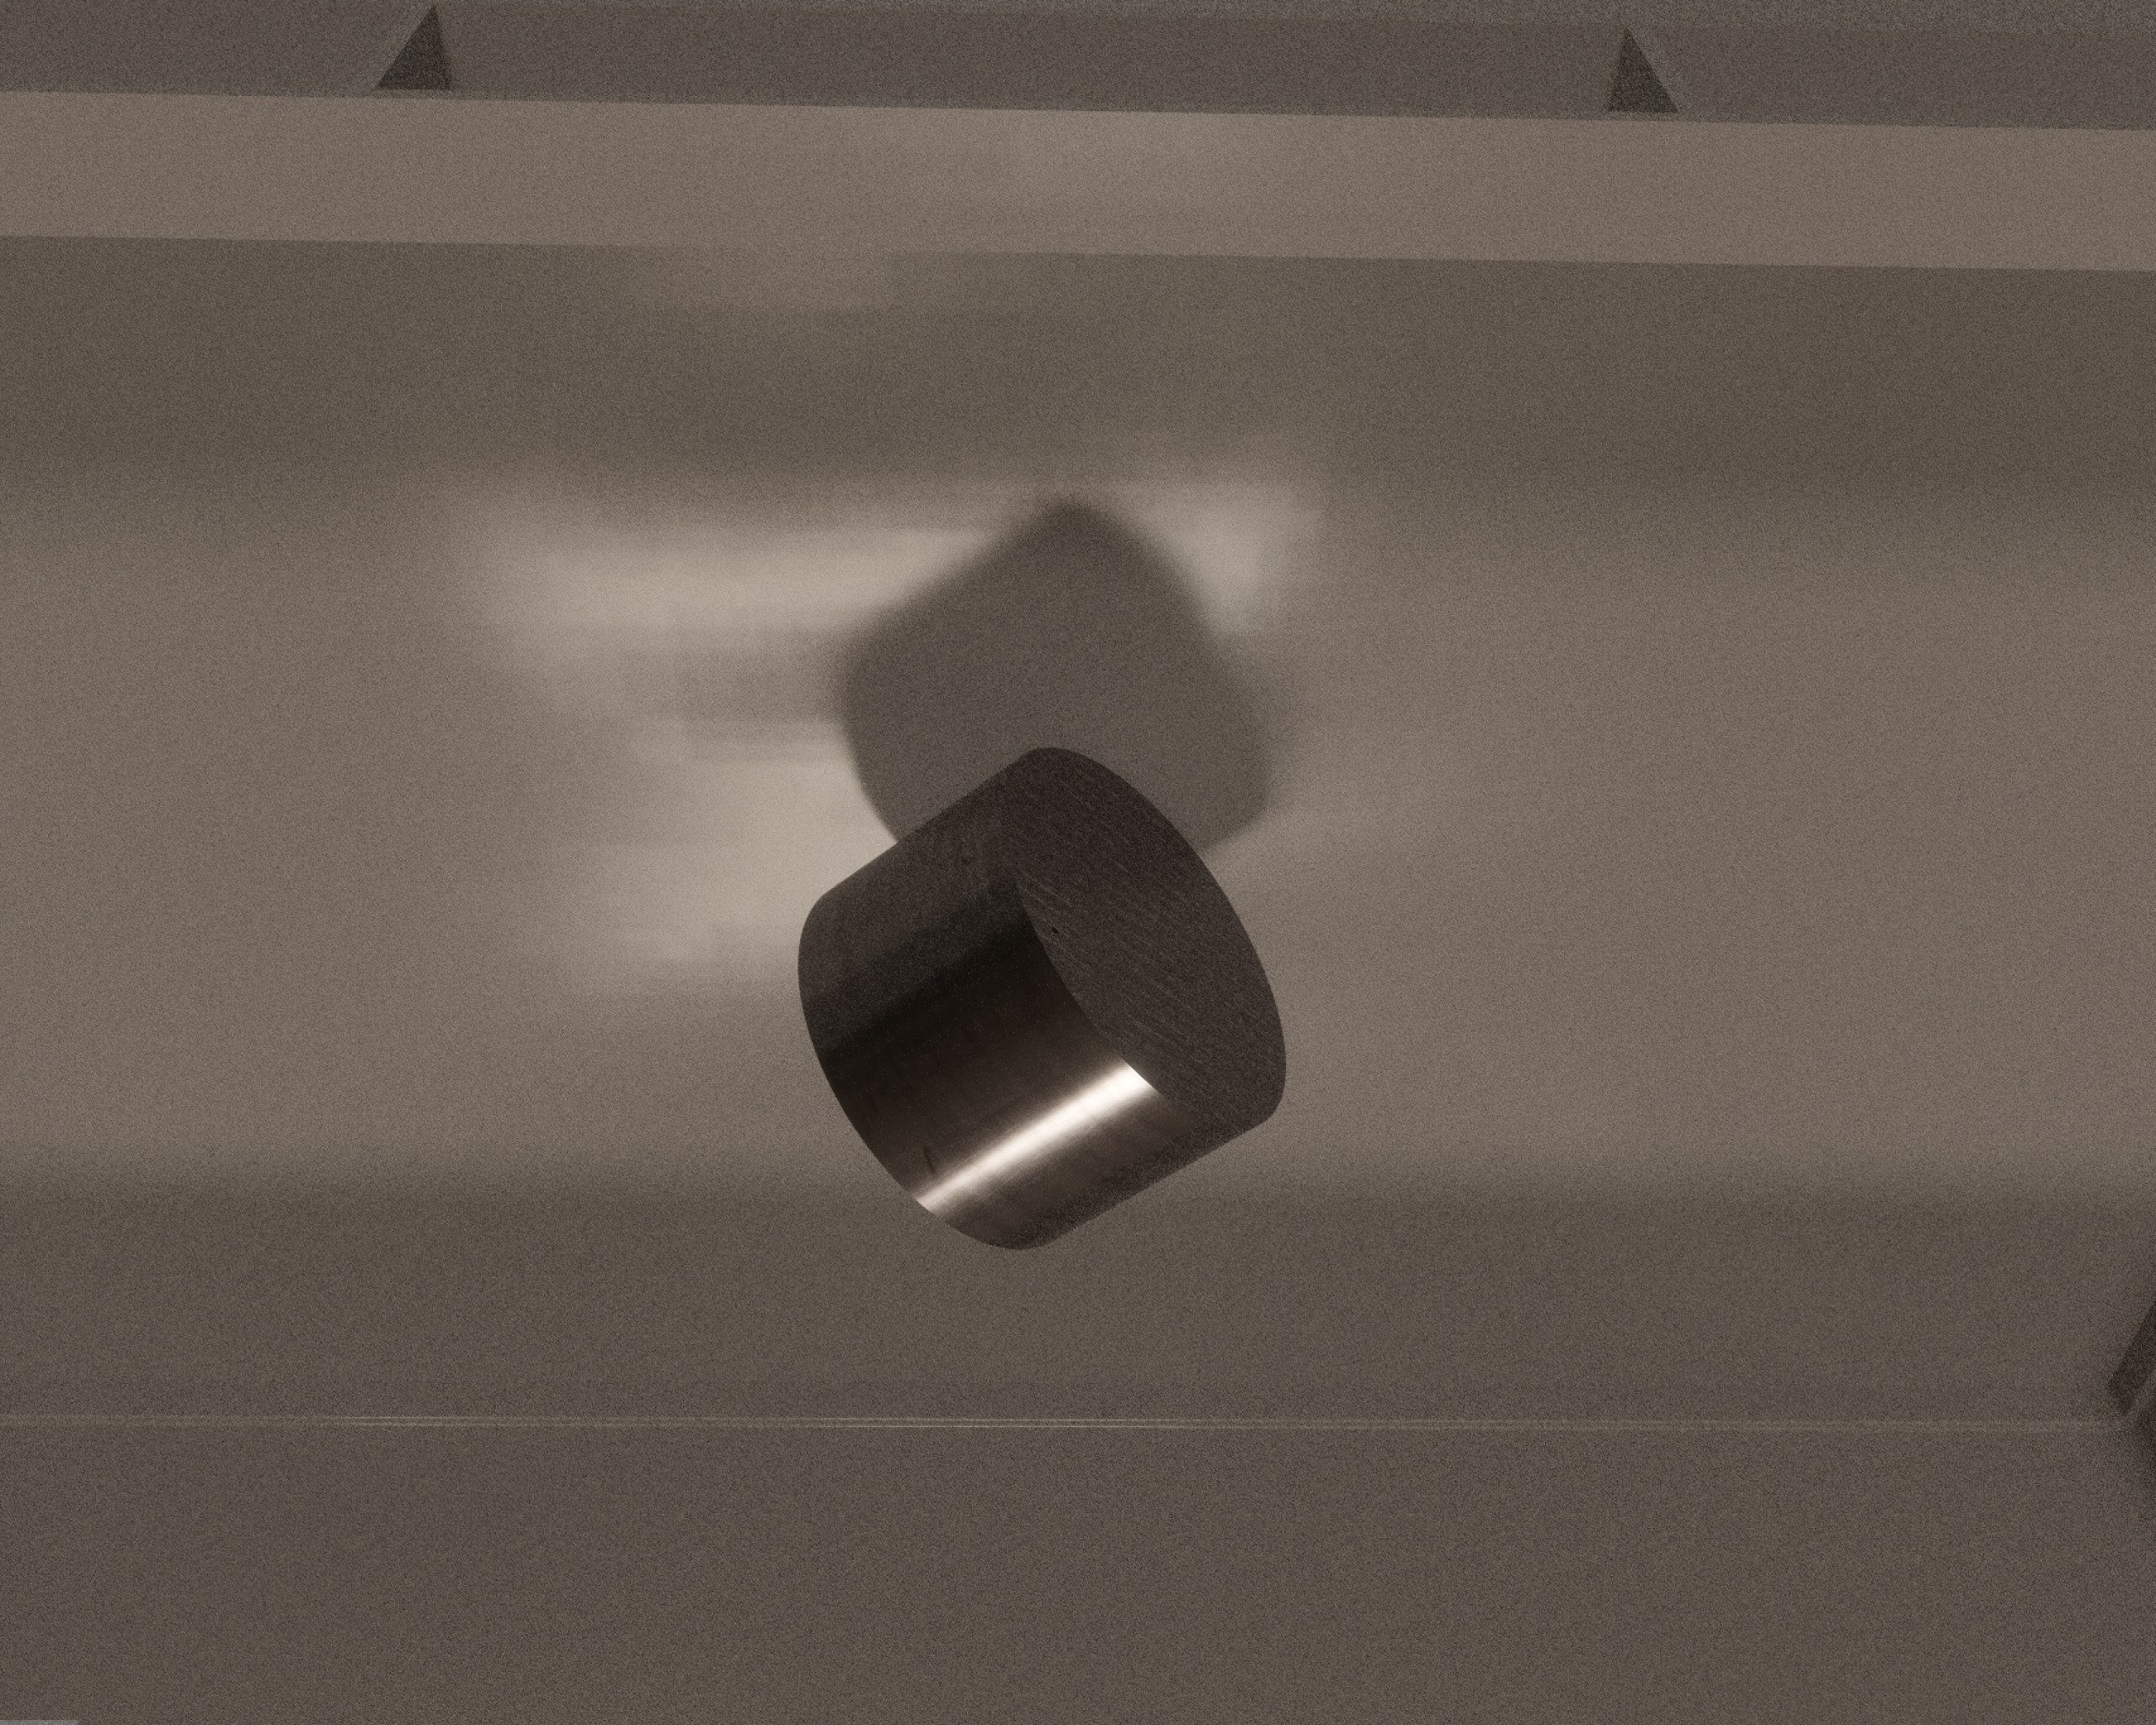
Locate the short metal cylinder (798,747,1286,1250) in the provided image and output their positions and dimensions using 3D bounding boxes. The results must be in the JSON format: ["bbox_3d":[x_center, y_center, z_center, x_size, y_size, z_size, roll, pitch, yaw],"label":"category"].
[{"bbox_3d":[-0.006,0.025,0.391,0.050,0.080,0.080,-34,123,25],"label":"short metal cylinder"}]
